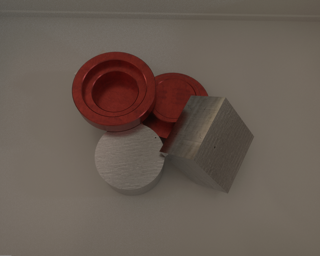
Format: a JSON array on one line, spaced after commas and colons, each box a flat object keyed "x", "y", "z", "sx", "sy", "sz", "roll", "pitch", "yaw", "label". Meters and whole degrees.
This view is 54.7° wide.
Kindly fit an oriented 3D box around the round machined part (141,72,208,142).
[{"x": 0.018, "y": -0.031, "z": 0.409, "sx": 0.099, "sy": 0.042, "sz": 0.098, "roll": 0, "pitch": 70, "yaw": -1, "label": "round machined part"}]

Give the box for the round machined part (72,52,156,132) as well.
[{"x": -0.054, "y": -0.041, "z": 0.382, "sx": 0.099, "sy": 0.042, "sz": 0.098, "roll": 0, "pitch": 70, "yaw": -1, "label": "round machined part"}]

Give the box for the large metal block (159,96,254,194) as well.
[{"x": 0.058, "y": 0.019, "z": 0.365, "sx": 0.050, "sy": 0.080, "sz": 0.080, "roll": 9, "pitch": 63, "yaw": 47, "label": "large metal block"}]

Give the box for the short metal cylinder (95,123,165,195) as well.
[{"x": -0.035, "y": 0.039, "z": 0.380, "sx": 0.081, "sy": 0.050, "sz": 0.080, "roll": 0, "pitch": 70, "yaw": 0, "label": "short metal cylinder"}]

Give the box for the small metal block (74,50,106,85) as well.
[{"x": -0.082, "y": -0.069, "z": 0.418, "sx": 0.025, "sy": 0.050, "sz": 0.050, "roll": 42, "pitch": 76, "yaw": 13, "label": "small metal block"}]
